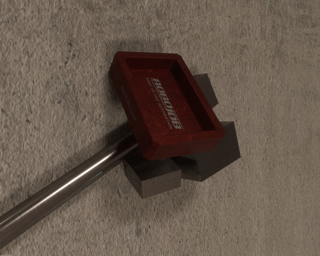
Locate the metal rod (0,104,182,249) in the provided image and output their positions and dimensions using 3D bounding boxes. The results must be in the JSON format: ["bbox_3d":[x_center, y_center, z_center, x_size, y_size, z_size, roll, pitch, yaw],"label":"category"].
[{"bbox_3d":[-0.075,0.046,0.343,0.302,0.025,0.025,-35,112,-35],"label":"metal rod"}]

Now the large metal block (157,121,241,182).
[{"bbox_3d":[0.046,0.027,0.410,0.081,0.080,0.050,-23,105,-38],"label":"large metal block"}]

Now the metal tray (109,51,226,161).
[{"bbox_3d":[0.005,-0.031,0.351,0.091,0.030,0.130,-6,56,-31],"label":"metal tray"}]

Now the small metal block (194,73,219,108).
[{"bbox_3d":[0.054,-0.045,0.452,0.050,0.025,0.050,-39,114,-33],"label":"small metal block"}]

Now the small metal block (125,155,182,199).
[{"bbox_3d":[-0.009,0.054,0.372,0.050,0.050,0.025,-13,119,-25],"label":"small metal block"}]
